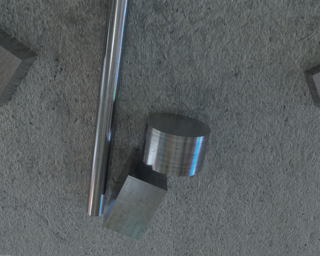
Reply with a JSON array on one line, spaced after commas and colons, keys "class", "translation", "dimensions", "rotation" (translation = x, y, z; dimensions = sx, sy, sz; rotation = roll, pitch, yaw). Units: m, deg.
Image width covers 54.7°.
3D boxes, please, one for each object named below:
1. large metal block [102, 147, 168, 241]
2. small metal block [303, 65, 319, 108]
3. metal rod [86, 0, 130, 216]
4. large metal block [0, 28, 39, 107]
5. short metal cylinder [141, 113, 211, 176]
[{"class": "large metal block", "translation": [-0.031, 0.084, 0.411], "dimensions": [0.050, 0.080, 0.080], "rotation": [24, 108, -9]}, {"class": "small metal block", "translation": [0.218, -0.057, 0.391], "dimensions": [0.050, 0.025, 0.050], "rotation": [-25, 108, 8]}, {"class": "metal rod", "translation": [-0.070, -0.016, 0.403], "dimensions": [0.025, 0.025, 0.298], "rotation": [9, 110, -4]}, {"class": "large metal block", "translation": [-0.208, -0.076, 0.366], "dimensions": [0.080, 0.050, 0.080], "rotation": [36, 106, -13]}, {"class": "short metal cylinder", "translation": [0.019, 0.018, 0.388], "dimensions": [0.081, 0.080, 0.050], "rotation": [8, 110, -3]}]
